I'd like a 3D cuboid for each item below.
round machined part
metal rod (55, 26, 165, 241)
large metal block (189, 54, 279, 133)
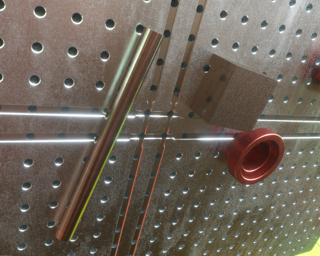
[{"bbox_3d":[0.151,0.042,0.509,0.099,0.042,0.097,-14,124,-21],"label":"round machined part"},{"bbox_3d":[-0.070,0.020,0.385,0.025,0.025,0.298,14,111,-34],"label":"metal rod"},{"bbox_3d":[0.099,-0.045,0.421,0.081,0.050,0.079,10,113,-33],"label":"large metal block"}]
